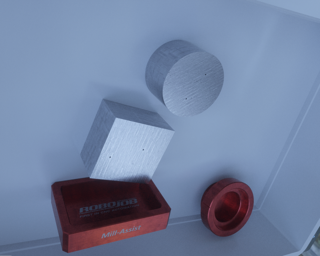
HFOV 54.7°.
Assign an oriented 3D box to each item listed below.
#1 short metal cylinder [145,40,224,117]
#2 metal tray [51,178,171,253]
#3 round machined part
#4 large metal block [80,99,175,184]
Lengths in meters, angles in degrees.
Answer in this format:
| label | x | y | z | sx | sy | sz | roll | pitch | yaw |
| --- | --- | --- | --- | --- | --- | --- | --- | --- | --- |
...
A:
| label | x | y | z | sx | sy | sz | roll | pitch | yaw |
| --- | --- | --- | --- | --- | --- | --- | --- | --- | --- |
| short metal cylinder | 0.029 | -0.060 | 0.373 | 0.081 | 0.050 | 0.079 | -14 | 125 | -21 |
| metal tray | -0.064 | 0.099 | 0.394 | 0.131 | 0.090 | 0.030 | -5 | 121 | -27 |
| round machined part | 0.109 | 0.131 | 0.530 | 0.099 | 0.042 | 0.097 | -8 | 106 | -28 |
| large metal block | -0.041 | 0.019 | 0.383 | 0.081 | 0.050 | 0.079 | 13 | 112 | -34 |
